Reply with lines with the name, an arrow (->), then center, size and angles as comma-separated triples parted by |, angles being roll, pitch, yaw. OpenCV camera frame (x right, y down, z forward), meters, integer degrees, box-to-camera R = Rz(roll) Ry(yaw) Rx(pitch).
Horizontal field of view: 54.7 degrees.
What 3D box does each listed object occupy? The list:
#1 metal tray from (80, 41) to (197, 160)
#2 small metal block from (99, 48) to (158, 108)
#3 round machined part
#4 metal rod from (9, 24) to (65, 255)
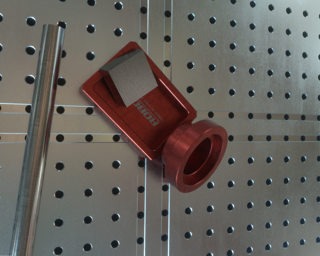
metal tray -> -0.025, -0.033, 0.401 | 0.090, 0.030, 0.130 | -47, 105, -14
small metal block -> -0.037, -0.061, 0.375 | 0.050, 0.025, 0.050 | -37, 124, -20
round machined part -> 0.041, 0.032, 0.403 | 0.099, 0.042, 0.097 | -30, 137, -32
metal rod -> -0.144, 0.030, 0.359 | 0.025, 0.025, 0.298 | 8, 87, -20
